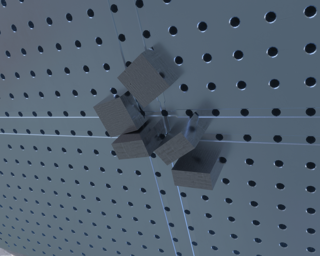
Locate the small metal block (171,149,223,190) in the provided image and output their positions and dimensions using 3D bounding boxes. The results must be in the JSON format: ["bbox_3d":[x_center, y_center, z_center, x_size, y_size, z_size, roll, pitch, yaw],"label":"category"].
[{"bbox_3d":[0.049,0.052,0.400,0.050,0.050,0.025,2,119,27],"label":"small metal block"}]

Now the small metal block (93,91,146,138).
[{"bbox_3d":[-0.055,-0.019,0.427,0.050,0.025,0.050,-15,111,34],"label":"small metal block"}]

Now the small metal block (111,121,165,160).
[{"bbox_3d":[-0.028,0.017,0.419,0.050,0.050,0.025,-9,114,31],"label":"small metal block"}]

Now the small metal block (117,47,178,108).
[{"bbox_3d":[-0.016,-0.061,0.380,0.050,0.025,0.050,49,128,-7],"label":"small metal block"}]

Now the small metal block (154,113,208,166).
[{"bbox_3d":[0.027,0.014,0.389,0.025,0.050,0.050,48,129,-6],"label":"small metal block"}]
